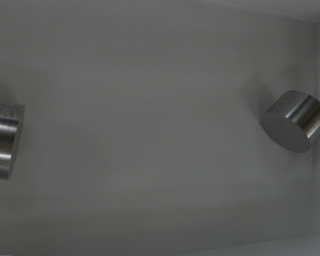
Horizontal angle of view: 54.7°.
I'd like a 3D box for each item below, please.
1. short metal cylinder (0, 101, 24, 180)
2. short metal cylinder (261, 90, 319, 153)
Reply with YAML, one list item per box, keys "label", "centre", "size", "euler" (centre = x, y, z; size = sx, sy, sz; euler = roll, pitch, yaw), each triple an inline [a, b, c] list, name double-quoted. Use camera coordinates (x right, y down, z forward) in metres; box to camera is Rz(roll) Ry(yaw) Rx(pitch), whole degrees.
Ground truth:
- label: "short metal cylinder"
  centre: [-0.174, 0.011, 0.317]
  size: [0.050, 0.080, 0.080]
  euler: [11, 86, -20]
- label: "short metal cylinder"
  centre: [0.198, -0.009, 0.457]
  size: [0.050, 0.080, 0.080]
  euler: [-44, 104, -15]
